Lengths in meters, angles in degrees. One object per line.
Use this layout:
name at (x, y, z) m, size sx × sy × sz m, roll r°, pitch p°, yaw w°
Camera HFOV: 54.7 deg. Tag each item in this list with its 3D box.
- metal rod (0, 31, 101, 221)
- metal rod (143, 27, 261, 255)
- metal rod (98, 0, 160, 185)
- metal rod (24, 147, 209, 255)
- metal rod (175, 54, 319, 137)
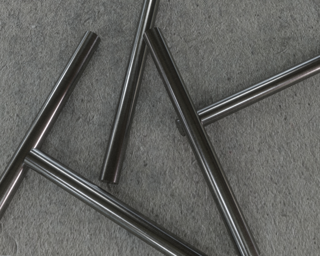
metal rod at (-0.155, -0.004, 0.408) m, size 0.025 × 0.025 × 0.300 m, roll 21°, pitch 71°, yaw 7°
metal rod at (0.046, 0.012, 0.380) m, size 0.025 × 0.025 × 0.299 m, roll -22°, pitch 80°, yaw -8°
metal rod at (-0.037, -0.071, 0.433) m, size 0.025 × 0.025 × 0.299 m, roll 10°, pitch 70°, yaw 3°
metal rod at (-0.028, 0.110, 0.359) m, size 0.301 × 0.025 × 0.025 m, roll 30°, pitch 73°, yaw 7°
metal rod at (0.161, -0.062, 0.431) m, size 0.302 × 0.025 × 0.025 m, roll -25°, pitch 72°, yaw -9°
